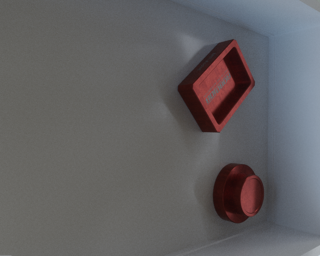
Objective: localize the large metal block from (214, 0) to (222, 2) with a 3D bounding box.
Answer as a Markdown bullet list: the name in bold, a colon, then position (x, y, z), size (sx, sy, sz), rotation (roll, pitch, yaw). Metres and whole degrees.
- **large metal block**: position (0.089, -0.240, 0.444), size (0.080, 0.050, 0.080), rotation (-4, 87, -67)

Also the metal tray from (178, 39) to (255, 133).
- **metal tray**: position (0.093, -0.066, 0.483), size (0.130, 0.030, 0.090), rotation (-48, 119, -29)

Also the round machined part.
- **round machined part**: position (0.136, 0.109, 0.513), size (0.099, 0.042, 0.097), rotation (0, 90, -40)
